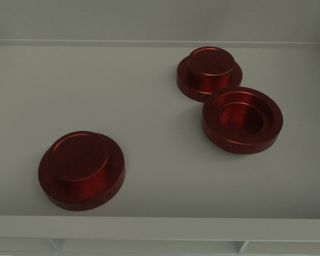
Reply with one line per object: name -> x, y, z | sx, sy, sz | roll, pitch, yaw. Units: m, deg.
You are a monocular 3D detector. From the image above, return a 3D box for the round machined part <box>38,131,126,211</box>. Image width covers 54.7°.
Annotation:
round machined part -> -0.091, 0.042, 0.358 | 0.099, 0.042, 0.098 | 0, 50, 0

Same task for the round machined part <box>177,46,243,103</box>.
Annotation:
round machined part -> 0.075, -0.086, 0.467 | 0.099, 0.042, 0.098 | 0, 50, 0

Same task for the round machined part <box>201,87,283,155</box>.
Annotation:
round machined part -> 0.102, -0.005, 0.399 | 0.099, 0.042, 0.098 | 0, 50, 0

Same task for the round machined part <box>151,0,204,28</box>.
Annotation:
round machined part -> 0.033, -0.227, 0.587 | 0.099, 0.042, 0.098 | 0, 50, 0
